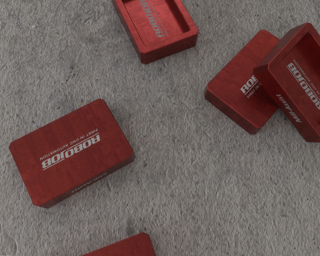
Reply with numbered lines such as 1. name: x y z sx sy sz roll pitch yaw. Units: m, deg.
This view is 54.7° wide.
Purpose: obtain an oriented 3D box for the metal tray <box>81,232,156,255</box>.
1. metal tray: -0.060 0.180 0.339 0.131 0.030 0.090 -19 71 -7

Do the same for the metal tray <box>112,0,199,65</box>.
1. metal tray: -0.010 -0.168 0.466 0.091 0.030 0.130 -22 72 -8

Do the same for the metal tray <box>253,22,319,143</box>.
1. metal tray: 0.191 -0.055 0.397 0.090 0.030 0.130 -46 103 -15

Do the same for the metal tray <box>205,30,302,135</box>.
1. metal tray: 0.137 -0.066 0.430 0.090 0.030 0.130 41 75 13

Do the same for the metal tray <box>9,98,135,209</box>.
1. metal tray: -0.109 0.031 0.393 0.131 0.030 0.090 -29 73 -10
